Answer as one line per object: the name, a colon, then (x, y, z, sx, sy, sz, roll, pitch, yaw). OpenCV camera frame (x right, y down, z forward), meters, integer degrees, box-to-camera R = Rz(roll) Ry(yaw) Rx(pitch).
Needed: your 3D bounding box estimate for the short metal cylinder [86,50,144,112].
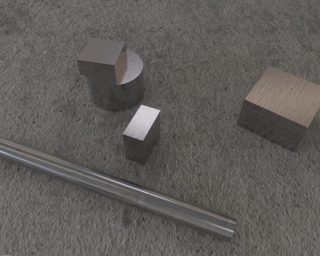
short metal cylinder: (-0.063, -0.070, 0.445, 0.081, 0.050, 0.080, 0, 50, 0)

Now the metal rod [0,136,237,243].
metal rod: (-0.066, 0.062, 0.350, 0.301, 0.025, 0.025, 17, 52, 13)

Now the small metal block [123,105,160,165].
small metal block: (-0.021, 0.009, 0.380, 0.025, 0.050, 0.050, 18, 52, 14)

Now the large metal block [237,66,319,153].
large metal block: (0.161, -0.027, 0.411, 0.080, 0.050, 0.080, 29, 56, 22)

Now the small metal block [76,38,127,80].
small metal block: (-0.077, -0.094, 0.417, 0.050, 0.025, 0.050, 10, 51, 8)
